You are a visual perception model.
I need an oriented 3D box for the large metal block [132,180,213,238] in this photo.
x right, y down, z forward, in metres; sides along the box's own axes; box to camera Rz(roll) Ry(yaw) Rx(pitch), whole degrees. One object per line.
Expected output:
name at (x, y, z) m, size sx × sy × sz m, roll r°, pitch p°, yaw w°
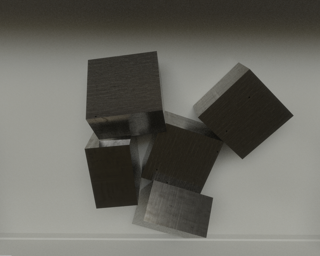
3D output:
large metal block at (0.014, 0.112, 0.415) m, size 0.080 × 0.080 × 0.050 m, roll 18°, pitch 67°, yaw -9°

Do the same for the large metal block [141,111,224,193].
large metal block at (0.027, 0.031, 0.409) m, size 0.080 × 0.050 × 0.079 m, roll 18°, pitch 109°, yaw -7°

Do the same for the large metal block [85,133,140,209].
large metal block at (-0.056, 0.044, 0.396) m, size 0.050 × 0.080 × 0.079 m, roll -5°, pitch 110°, yaw 1°

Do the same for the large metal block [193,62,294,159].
large metal block at (0.101, -0.022, 0.390) m, size 0.080 × 0.050 × 0.080 m, roll 42°, pitch 104°, yaw -14°

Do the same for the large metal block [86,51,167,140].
large metal block at (-0.038, -0.037, 0.360) m, size 0.080 × 0.080 × 0.050 m, roll -7°, pitch 152°, yaw 3°
